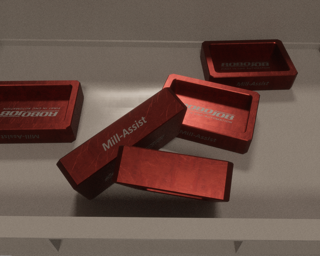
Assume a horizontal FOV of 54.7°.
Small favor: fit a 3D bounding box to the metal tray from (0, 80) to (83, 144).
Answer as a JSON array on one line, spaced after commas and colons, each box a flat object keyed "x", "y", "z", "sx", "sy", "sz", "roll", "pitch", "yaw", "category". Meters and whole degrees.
[{"x": -0.177, "y": -0.023, "z": 0.418, "sx": 0.131, "sy": 0.030, "sz": 0.090, "roll": -1, "pitch": 50, "yaw": -1, "category": "metal tray"}]

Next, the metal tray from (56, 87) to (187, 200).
[{"x": -0.035, "y": 0.020, "z": 0.328, "sx": 0.131, "sy": 0.090, "sz": 0.030, "roll": -36, "pitch": 76, "yaw": -15, "category": "metal tray"}]

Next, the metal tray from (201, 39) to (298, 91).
[{"x": 0.135, "y": -0.100, "z": 0.487, "sx": 0.131, "sy": 0.030, "sz": 0.090, "roll": -2, "pitch": 50, "yaw": -2, "category": "metal tray"}]

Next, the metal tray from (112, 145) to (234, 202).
[{"x": 0.014, "y": 0.048, "z": 0.297, "sx": 0.090, "sy": 0.130, "sz": 0.030, "roll": 8, "pitch": 77, "yaw": 6, "category": "metal tray"}]

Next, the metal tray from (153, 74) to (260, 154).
[{"x": 0.062, "y": -0.023, "z": 0.421, "sx": 0.131, "sy": 0.030, "sz": 0.090, "roll": 14, "pitch": 51, "yaw": 11, "category": "metal tray"}]
